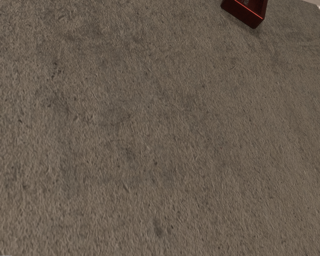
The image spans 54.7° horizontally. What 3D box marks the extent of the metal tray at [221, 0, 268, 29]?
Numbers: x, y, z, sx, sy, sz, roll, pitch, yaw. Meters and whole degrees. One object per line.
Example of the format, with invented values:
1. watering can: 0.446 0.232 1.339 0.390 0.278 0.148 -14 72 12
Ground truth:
1. metal tray: 0.189 -0.284 0.678 0.090 0.030 0.130 30 52 -10
